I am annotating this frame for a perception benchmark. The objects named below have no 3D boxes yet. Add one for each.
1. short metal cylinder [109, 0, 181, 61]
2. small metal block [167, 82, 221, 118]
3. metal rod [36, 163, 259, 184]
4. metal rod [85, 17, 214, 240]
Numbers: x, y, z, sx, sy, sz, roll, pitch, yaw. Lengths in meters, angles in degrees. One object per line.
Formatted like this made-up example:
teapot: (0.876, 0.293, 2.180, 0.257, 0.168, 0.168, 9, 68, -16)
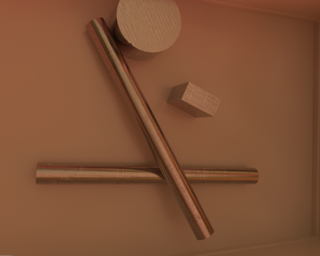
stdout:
short metal cylinder: (-0.020, -0.130, 0.390, 0.081, 0.050, 0.079, 0, 90, -21)
small metal block: (0.044, -0.036, 0.415, 0.050, 0.050, 0.025, 26, 82, -19)
metal rod: (-0.001, 0.062, 0.411, 0.302, 0.025, 0.025, 4, 89, -20)
metal rod: (-0.011, 0.003, 0.388, 0.025, 0.025, 0.299, -28, 93, -18)
